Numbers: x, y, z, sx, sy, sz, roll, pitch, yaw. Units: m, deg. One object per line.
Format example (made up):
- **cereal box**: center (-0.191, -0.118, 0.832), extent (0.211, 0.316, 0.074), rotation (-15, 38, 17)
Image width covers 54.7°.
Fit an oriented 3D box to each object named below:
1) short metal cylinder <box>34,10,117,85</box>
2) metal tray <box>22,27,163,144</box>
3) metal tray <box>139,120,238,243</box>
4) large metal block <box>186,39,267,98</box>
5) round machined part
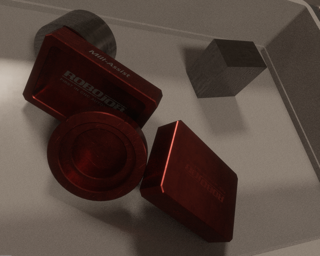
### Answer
- **short metal cylinder**: center (-0.099, -0.093, 0.370), extent (0.080, 0.080, 0.050), rotation (35, 41, -6)
- **metal tray**: center (-0.075, -0.037, 0.343), extent (0.130, 0.089, 0.030), rotation (33, 33, -8)
- **metal tray**: center (0.041, 0.064, 0.355), extent (0.130, 0.030, 0.090), rotation (42, 46, -31)
- **large metal block**: center (0.102, -0.090, 0.483), extent (0.081, 0.080, 0.050), rotation (-6, 65, -31)
- **round machined part**: center (-0.062, 0.023, 0.324), extent (0.098, 0.098, 0.042), rotation (30, 17, -10)
